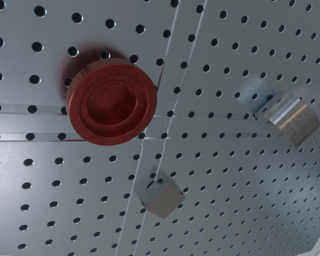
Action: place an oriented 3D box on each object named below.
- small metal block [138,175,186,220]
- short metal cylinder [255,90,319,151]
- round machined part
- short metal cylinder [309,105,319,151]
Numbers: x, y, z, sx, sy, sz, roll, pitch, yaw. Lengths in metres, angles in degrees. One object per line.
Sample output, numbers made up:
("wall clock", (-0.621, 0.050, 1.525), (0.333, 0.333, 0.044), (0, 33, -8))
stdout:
("small metal block", (0.004, 0.108, 0.480), (0.050, 0.025, 0.050), (-45, 129, 3))
("short metal cylinder", (0.194, -0.011, 0.475), (0.050, 0.080, 0.080), (-44, 129, 2))
("round machined part", (-0.056, -0.032, 0.350), (0.099, 0.042, 0.097), (-14, 124, -21))
("short metal cylinder", (0.304, 0.000, 0.541), (0.080, 0.080, 0.050), (-32, 129, -8))
